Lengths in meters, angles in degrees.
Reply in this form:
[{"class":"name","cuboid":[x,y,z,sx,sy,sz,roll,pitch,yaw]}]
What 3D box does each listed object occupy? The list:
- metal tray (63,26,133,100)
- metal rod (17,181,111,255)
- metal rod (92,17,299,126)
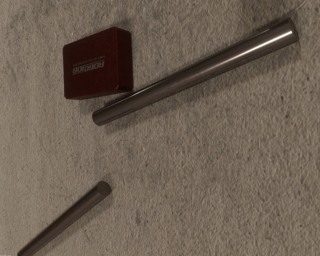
[{"class":"metal tray","cuboid":[-0.100,-0.095,0.482,0.130,0.030,0.089,-4,88,39]},{"class":"metal rod","cuboid":[-0.181,0.175,0.550,0.299,0.025,0.025,-41,66,32]},{"class":"metal rod","cuboid":[0.017,-0.055,0.389,0.299,0.025,0.025,-20,78,38]}]
